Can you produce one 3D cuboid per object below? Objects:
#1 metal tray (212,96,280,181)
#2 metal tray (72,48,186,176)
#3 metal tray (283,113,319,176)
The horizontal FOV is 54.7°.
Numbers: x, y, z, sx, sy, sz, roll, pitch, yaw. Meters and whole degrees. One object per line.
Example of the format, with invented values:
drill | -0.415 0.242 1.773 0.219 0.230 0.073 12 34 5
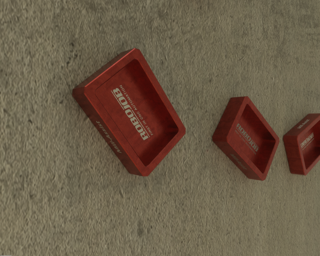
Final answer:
metal tray | 0.150 0.019 0.526 0.130 0.030 0.090 43 64 -32
metal tray | -0.031 -0.017 0.374 0.090 0.030 0.130 -47 118 -30
metal tray | 0.317 0.032 0.666 0.131 0.030 0.090 -29 109 -36
